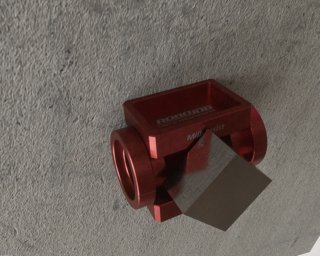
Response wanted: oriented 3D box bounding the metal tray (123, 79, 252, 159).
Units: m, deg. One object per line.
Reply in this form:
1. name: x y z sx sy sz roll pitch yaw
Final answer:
1. metal tray: 0.032 -0.017 0.376 0.131 0.090 0.030 -17 126 -19

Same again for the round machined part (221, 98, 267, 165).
1. round machined part: 0.096 0.010 0.421 0.042 0.098 0.097 -15 125 -21

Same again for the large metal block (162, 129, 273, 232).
1. large metal block: 0.064 0.060 0.347 0.080 0.050 0.080 34 99 -39

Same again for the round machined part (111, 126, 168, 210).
1. round machined part: -0.024 0.045 0.377 0.042 0.098 0.097 -15 125 -21

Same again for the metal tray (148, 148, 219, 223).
1. metal tray: 0.036 0.067 0.427 0.131 0.090 0.030 -16 125 -20
